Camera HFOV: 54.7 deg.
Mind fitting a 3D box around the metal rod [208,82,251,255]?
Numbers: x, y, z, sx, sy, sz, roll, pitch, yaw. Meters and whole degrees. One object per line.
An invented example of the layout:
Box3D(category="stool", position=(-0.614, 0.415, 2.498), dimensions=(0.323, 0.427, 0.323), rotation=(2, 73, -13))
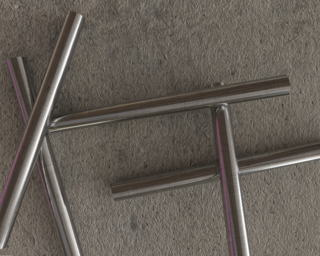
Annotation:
Box3D(category="metal rod", position=(0.088, 0.088, 0.375), dimensions=(0.025, 0.025, 0.299), rotation=(-5, 76, 0))

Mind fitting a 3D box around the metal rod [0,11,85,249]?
Box3D(category="metal rod", position=(-0.151, -0.006, 0.385), dimensions=(0.025, 0.025, 0.299), rotation=(16, 81, 0))

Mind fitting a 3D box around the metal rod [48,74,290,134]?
Box3D(category="metal rod", position=(0.004, -0.028, 0.390), dimensions=(0.301, 0.025, 0.025), rotation=(-9, 90, 7))

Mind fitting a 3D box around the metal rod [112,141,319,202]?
Box3D(category="metal rod", position=(0.087, 0.055, 0.410), dimensions=(0.302, 0.025, 0.025), rotation=(-11, 90, 0))

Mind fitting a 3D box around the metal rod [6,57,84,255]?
Box3D(category="metal rod", position=(-0.147, 0.054, 0.408), dimensions=(0.025, 0.025, 0.298), rotation=(-16, 90, 0))
